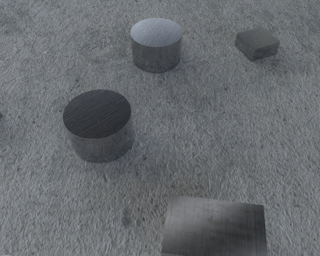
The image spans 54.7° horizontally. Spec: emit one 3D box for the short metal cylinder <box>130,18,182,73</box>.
[{"bbox_3d":[-0.005,-0.134,0.499,0.081,0.050,0.080,0,50,0],"label":"short metal cylinder"}]

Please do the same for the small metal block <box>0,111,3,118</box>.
[{"bbox_3d":[-0.254,-0.020,0.418,0.050,0.025,0.050,29,56,22],"label":"small metal block"}]

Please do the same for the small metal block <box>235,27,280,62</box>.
[{"bbox_3d":[0.164,-0.142,0.524,0.050,0.025,0.050,-19,53,-16],"label":"small metal block"}]

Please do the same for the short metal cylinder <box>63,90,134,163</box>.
[{"bbox_3d":[-0.075,-0.003,0.389,0.081,0.050,0.080,0,50,0],"label":"short metal cylinder"}]

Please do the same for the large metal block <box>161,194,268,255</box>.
[{"bbox_3d":[0.044,0.106,0.279,0.080,0.080,0.050,6,50,5],"label":"large metal block"}]
